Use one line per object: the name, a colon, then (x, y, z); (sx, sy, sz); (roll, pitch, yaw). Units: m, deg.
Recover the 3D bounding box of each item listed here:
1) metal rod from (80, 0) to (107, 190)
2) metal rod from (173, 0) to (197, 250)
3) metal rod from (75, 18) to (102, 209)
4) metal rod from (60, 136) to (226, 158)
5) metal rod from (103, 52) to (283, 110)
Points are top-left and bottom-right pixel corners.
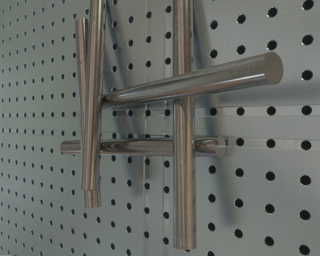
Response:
metal rod: (-0.096, -0.062, 0.452); (0.025, 0.025, 0.299); (-11, 73, 39)
metal rod: (0.028, -0.019, 0.358); (0.025, 0.025, 0.298); (-8, 77, 39)
metal rod: (-0.111, -0.031, 0.474); (0.025, 0.025, 0.299); (-18, 71, 38)
metal rod: (-0.047, 0.027, 0.445); (0.300, 0.025, 0.025); (-3, 88, 39)
metal rod: (0.000, -0.043, 0.356); (0.299, 0.025, 0.025); (-1, 89, 55)
